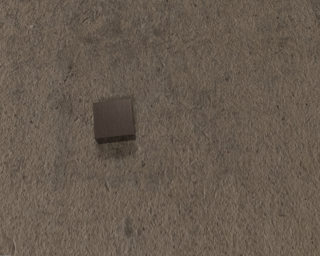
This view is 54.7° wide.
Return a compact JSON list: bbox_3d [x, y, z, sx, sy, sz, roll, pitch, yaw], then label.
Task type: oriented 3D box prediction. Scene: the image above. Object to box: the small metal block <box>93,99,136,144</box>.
[{"bbox_3d":[-0.060,-0.009,0.411,0.050,0.025,0.050,-7,70,-3],"label":"small metal block"}]
